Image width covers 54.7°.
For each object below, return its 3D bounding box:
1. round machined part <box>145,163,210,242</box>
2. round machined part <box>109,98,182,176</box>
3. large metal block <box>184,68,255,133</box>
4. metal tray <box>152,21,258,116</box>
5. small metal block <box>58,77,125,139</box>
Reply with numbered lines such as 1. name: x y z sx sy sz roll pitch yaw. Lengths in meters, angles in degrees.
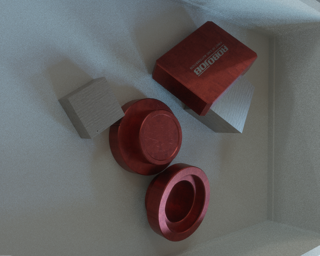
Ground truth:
1. round machined part: 0.019 0.094 0.408 0.099 0.042 0.097 -10 104 -42
2. round machined part: -0.011 0.011 0.389 0.099 0.042 0.097 0 90 -40
3. large metal block: 0.092 -0.045 0.470 0.080 0.050 0.080 32 70 -36
4. metal tray: 0.064 -0.086 0.426 0.090 0.030 0.131 40 58 10
5. small metal block: -0.075 -0.022 0.345 0.050 0.025 0.050 -40 115 -33
